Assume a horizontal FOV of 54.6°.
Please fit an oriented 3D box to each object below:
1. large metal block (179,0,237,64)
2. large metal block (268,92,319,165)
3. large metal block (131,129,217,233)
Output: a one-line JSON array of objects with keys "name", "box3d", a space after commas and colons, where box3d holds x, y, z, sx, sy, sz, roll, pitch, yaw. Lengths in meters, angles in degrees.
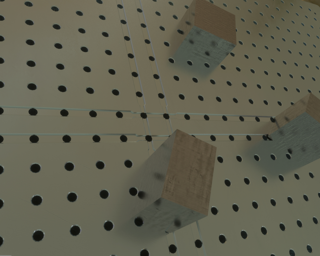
[{"name": "large metal block", "box3d": [0.084, -0.170, 0.540, 0.080, 0.050, 0.080, 19, 54, -17]}, {"name": "large metal block", "box3d": [0.237, 0.003, 0.497, 0.080, 0.080, 0.050, 38, 51, -3]}, {"name": "large metal block", "box3d": [0.015, 0.061, 0.343, 0.050, 0.080, 0.080, 25, 53, -13]}]
